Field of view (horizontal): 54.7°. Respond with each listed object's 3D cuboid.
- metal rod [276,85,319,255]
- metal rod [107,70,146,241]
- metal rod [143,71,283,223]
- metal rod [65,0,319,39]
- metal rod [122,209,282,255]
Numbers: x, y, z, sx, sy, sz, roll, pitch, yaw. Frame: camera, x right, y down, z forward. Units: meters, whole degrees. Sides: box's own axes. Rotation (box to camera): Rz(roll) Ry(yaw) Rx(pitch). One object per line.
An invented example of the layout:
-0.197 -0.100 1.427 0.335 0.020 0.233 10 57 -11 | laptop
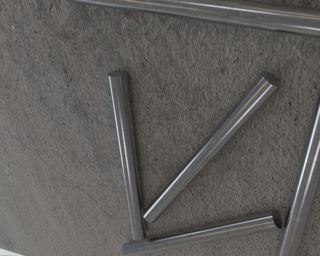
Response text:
0.169 0.070 0.360 0.025 0.025 0.298 12 124 22 | metal rod
-0.045 0.059 0.467 0.025 0.025 0.298 10 123 23 | metal rod
0.049 0.046 0.409 0.025 0.025 0.298 37 129 3 | metal rod
0.030 -0.123 0.314 0.301 0.025 0.025 15 125 19 | metal rod
0.045 0.172 0.489 0.299 0.025 0.025 -27 103 37 | metal rod
